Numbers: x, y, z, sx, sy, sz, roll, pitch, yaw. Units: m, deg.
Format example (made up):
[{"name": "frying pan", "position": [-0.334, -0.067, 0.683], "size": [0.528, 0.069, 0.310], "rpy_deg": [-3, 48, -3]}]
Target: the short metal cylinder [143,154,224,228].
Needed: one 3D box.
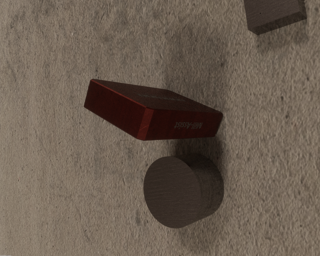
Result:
[{"name": "short metal cylinder", "position": [0.027, 0.071, 0.365], "size": [0.080, 0.050, 0.079], "rpy_deg": [0, 90, 39]}]

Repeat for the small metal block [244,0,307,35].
[{"name": "small metal block", "position": [0.114, -0.128, 0.310], "size": [0.050, 0.025, 0.050], "rpy_deg": [-11, 83, 39]}]

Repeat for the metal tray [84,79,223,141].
[{"name": "metal tray", "position": [-0.003, -0.020, 0.337], "size": [0.090, 0.131, 0.030], "rpy_deg": [28, 108, 36]}]
